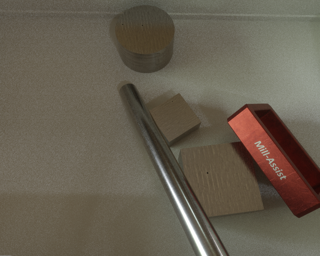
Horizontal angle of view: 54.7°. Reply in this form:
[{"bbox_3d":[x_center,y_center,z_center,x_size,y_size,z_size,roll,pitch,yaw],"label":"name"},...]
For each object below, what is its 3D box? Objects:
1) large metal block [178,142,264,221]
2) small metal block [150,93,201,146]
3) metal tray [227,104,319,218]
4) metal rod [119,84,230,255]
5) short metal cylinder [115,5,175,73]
[{"bbox_3d":[0.069,0.065,0.373,0.081,0.050,0.080,-7,70,-3],"label":"large metal block"},{"bbox_3d":[0.019,-0.010,0.414,0.050,0.025,0.050,-32,73,-11],"label":"small metal block"},{"bbox_3d":[0.144,0.031,0.367,0.030,0.091,0.130,-42,71,30],"label":"metal tray"},{"bbox_3d":[0.009,0.043,0.326,0.025,0.025,0.300,-21,46,-8],"label":"metal rod"},{"bbox_3d":[-0.020,-0.126,0.442,0.081,0.050,0.080,0,70,0],"label":"short metal cylinder"}]
